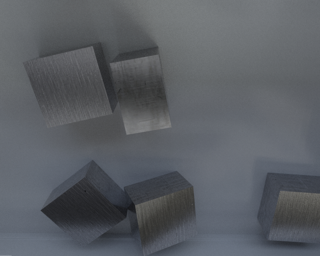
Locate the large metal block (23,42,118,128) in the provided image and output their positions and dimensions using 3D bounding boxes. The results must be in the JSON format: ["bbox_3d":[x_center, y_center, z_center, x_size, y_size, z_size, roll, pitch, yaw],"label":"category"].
[{"bbox_3d":[-0.104,-0.053,0.377,0.080,0.050,0.079,-12,110,4],"label":"large metal block"}]

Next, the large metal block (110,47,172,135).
[{"bbox_3d":[-0.019,-0.047,0.364,0.050,0.080,0.079,-10,110,3],"label":"large metal block"}]

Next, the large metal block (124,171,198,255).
[{"bbox_3d":[0.001,0.115,0.427,0.081,0.050,0.079,-14,111,-19],"label":"large metal block"}]

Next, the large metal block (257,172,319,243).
[{"bbox_3d":[0.194,0.114,0.443,0.081,0.050,0.079,4,110,-2],"label":"large metal block"}]

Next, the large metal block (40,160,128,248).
[{"bbox_3d":[-0.102,0.106,0.436,0.080,0.050,0.080,-37,106,12],"label":"large metal block"}]
